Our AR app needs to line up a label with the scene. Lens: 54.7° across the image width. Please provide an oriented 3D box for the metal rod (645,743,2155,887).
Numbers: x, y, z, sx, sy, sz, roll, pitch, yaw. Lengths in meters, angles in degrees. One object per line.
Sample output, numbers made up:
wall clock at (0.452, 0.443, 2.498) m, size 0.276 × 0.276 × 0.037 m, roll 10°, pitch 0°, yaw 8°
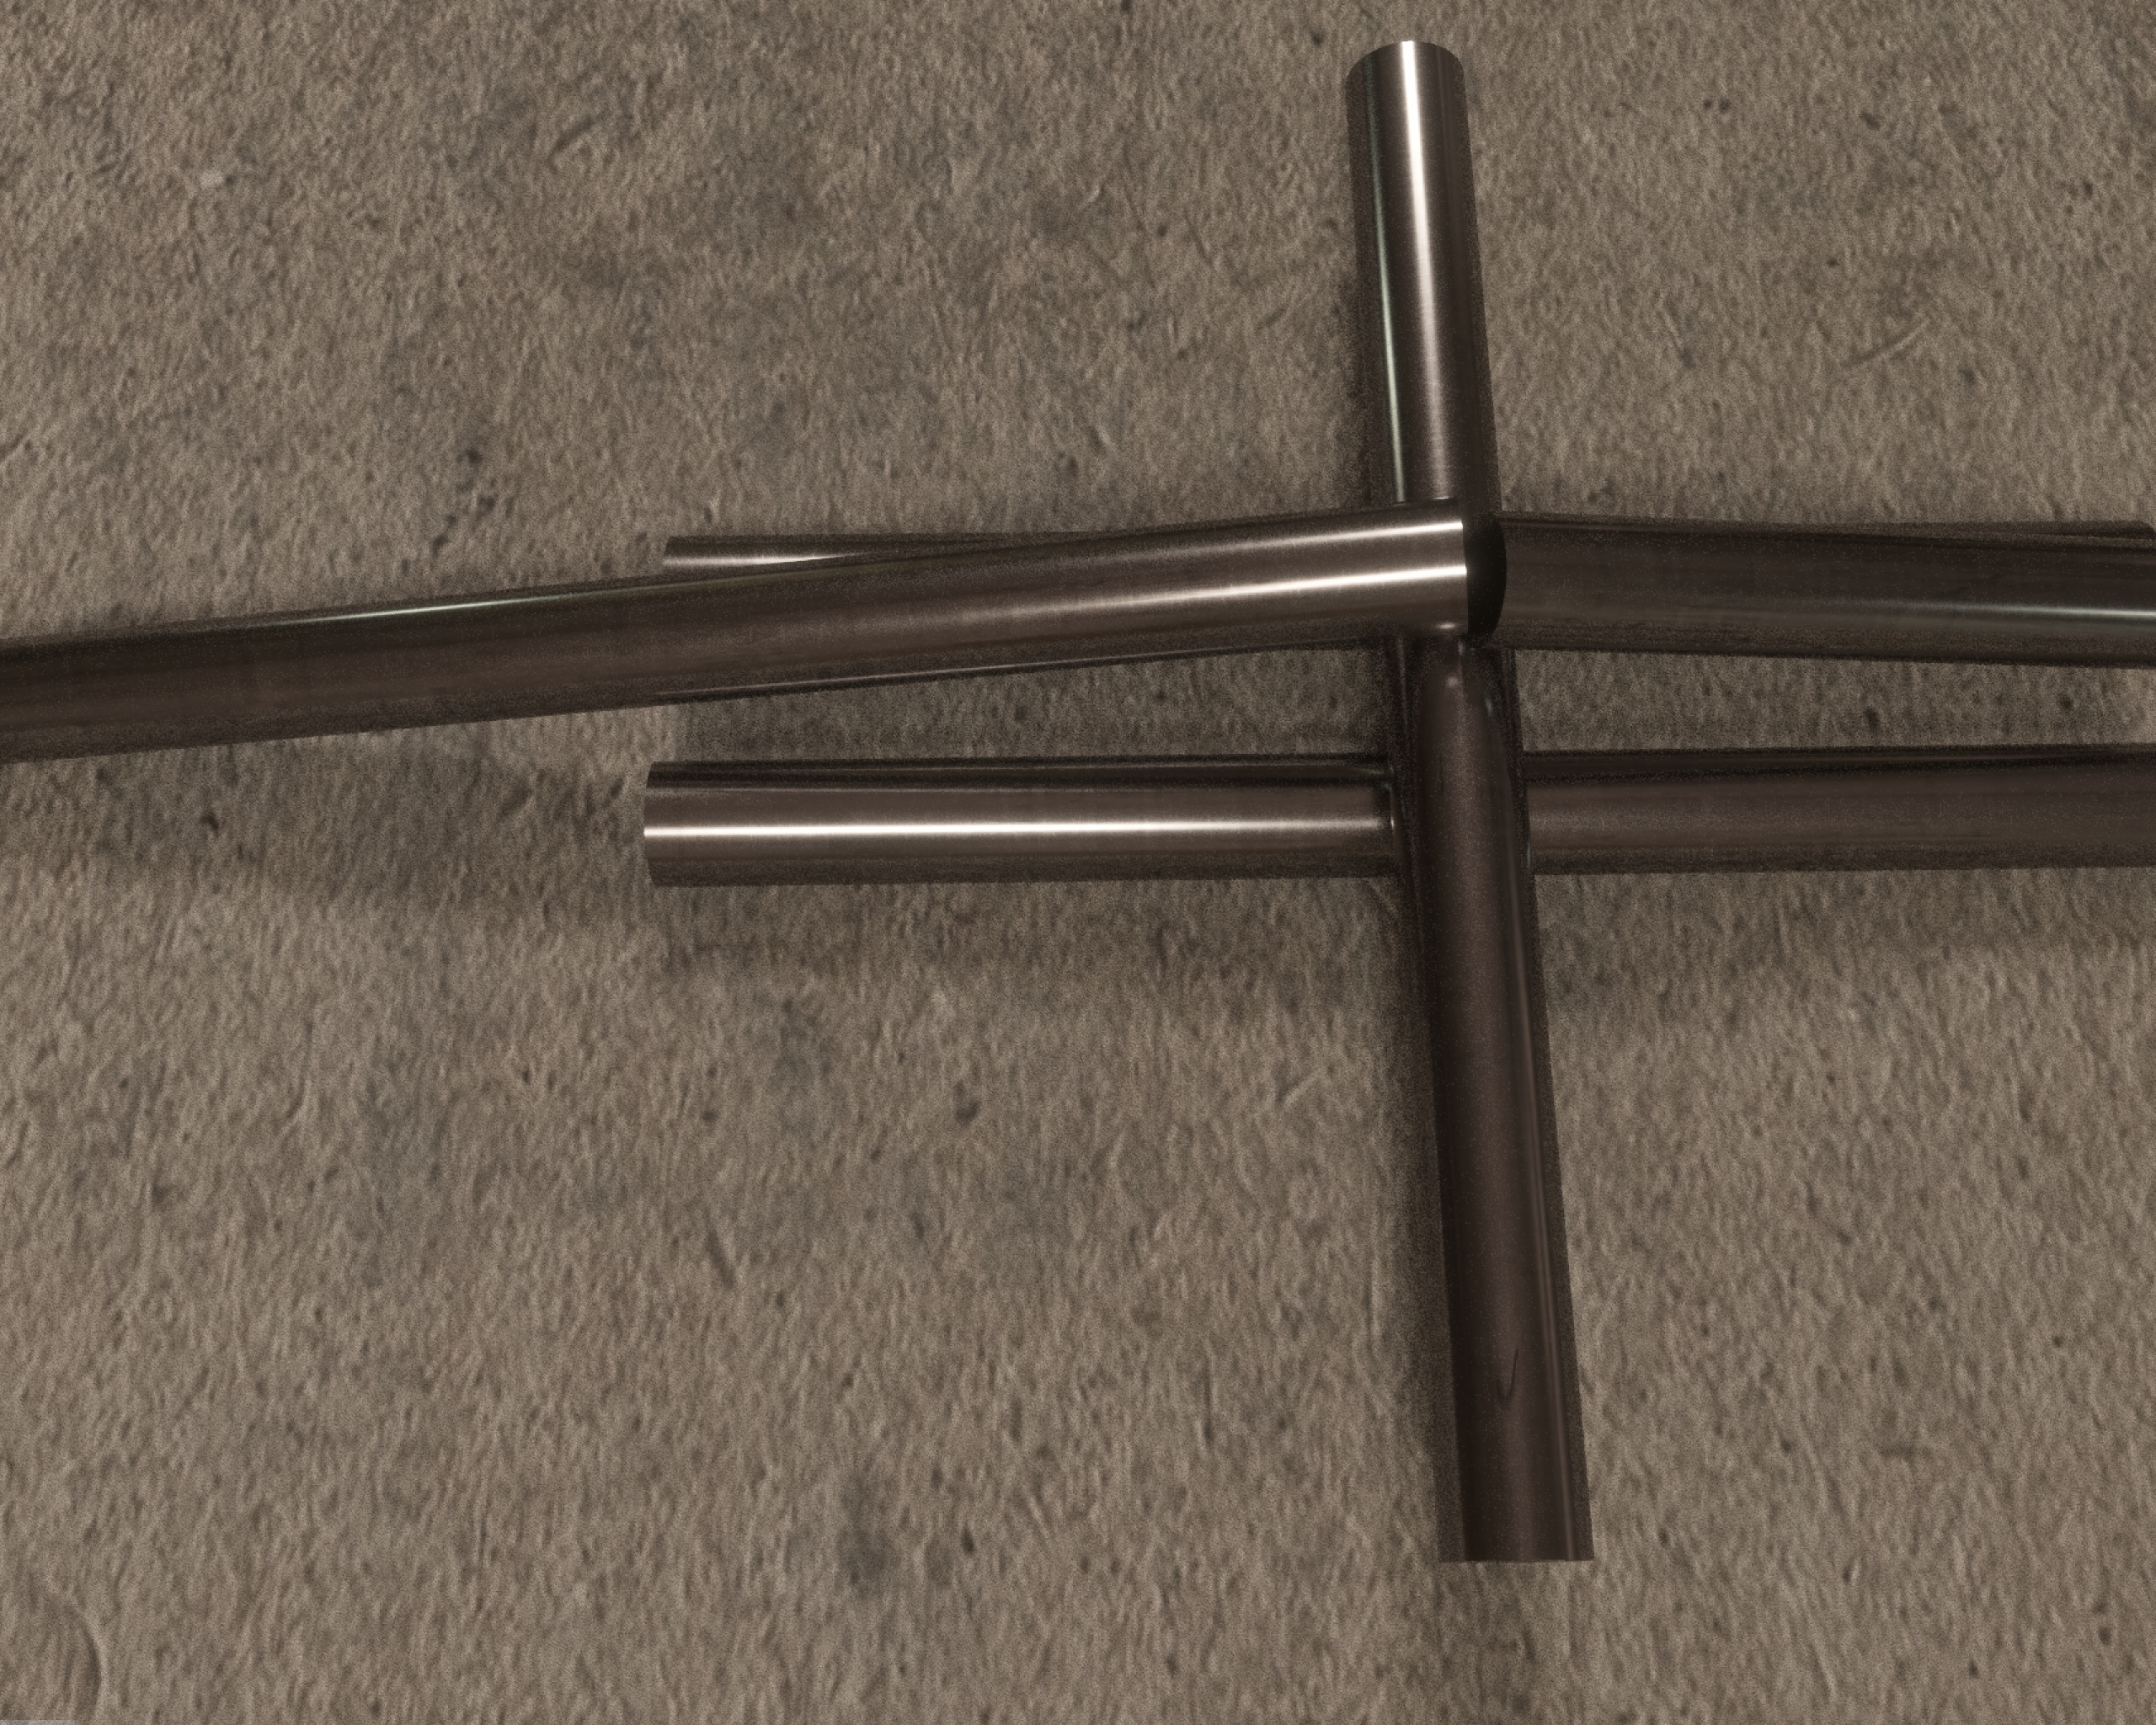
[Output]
metal rod at (0.068, -0.010, 0.413) m, size 0.302 × 0.025 × 0.025 m, roll -1°, pitch 70°, yaw -1°

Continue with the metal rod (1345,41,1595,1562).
metal rod at (0.071, -0.026, 0.393) m, size 0.025 × 0.025 × 0.299 m, roll 0°, pitch 70°, yaw -1°

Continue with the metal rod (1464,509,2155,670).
metal rod at (0.221, -0.049, 0.404) m, size 0.302 × 0.025 × 0.025 m, roll 1°, pitch 70°, yaw -11°

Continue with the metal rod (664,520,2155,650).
metal rod at (0.068, -0.056, 0.430) m, size 0.302 × 0.025 × 0.025 m, roll -1°, pitch 70°, yaw -1°

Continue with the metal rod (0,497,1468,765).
metal rod at (-0.080, -0.042, 0.397) m, size 0.302 × 0.025 × 0.025 m, roll -4°, pitch 70°, yaw 8°
